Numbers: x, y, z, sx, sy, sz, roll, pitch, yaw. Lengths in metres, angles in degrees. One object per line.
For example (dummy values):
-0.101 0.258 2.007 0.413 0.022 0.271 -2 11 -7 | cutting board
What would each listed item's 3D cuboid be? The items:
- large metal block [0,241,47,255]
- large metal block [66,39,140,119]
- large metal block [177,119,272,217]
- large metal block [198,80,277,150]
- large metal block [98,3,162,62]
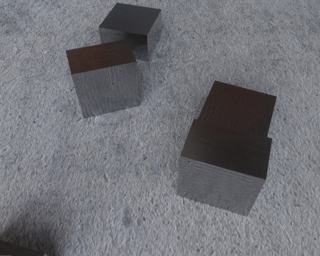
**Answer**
-0.147 0.144 0.265 0.080 0.050 0.080 12 51 9 | large metal block
-0.075 -0.066 0.422 0.081 0.080 0.050 -14 52 -12 | large metal block
0.065 0.044 0.331 0.080 0.080 0.050 15 52 12 | large metal block
0.094 -0.007 0.393 0.080 0.050 0.080 17 52 14 | large metal block
-0.047 -0.164 0.524 0.080 0.050 0.080 12 51 10 | large metal block
